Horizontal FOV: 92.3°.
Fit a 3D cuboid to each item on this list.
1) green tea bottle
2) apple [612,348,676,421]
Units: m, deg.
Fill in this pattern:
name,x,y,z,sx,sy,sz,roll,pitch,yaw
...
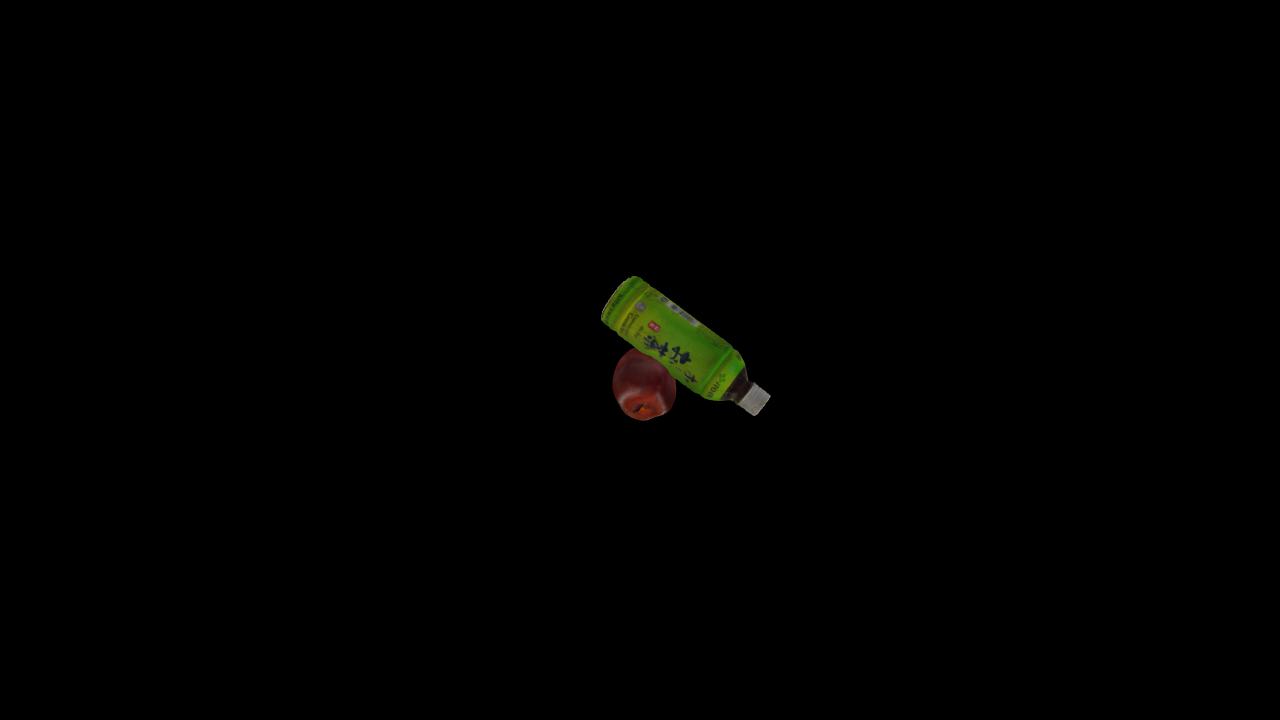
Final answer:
name,x,y,z,sx,sy,sz,roll,pitch,yaw
green tea bottle,0.056,-0.012,0.708,0.212,0.073,0.073,36,6,9
apple,0.004,0.027,0.724,0.079,0.093,0.079,5,-43,5
